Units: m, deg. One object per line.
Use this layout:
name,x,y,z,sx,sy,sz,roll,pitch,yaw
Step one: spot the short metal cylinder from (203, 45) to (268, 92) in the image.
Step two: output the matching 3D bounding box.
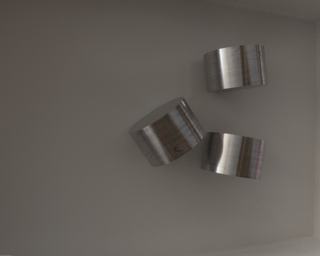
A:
short metal cylinder,0.101,-0.078,0.418,0.081,0.080,0.050,-7,93,-20

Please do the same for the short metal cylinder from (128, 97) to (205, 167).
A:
short metal cylinder,0.008,0.004,0.384,0.080,0.080,0.050,-37,102,-16

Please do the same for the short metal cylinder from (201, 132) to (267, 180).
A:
short metal cylinder,0.098,0.037,0.417,0.081,0.080,0.050,11,87,-20
